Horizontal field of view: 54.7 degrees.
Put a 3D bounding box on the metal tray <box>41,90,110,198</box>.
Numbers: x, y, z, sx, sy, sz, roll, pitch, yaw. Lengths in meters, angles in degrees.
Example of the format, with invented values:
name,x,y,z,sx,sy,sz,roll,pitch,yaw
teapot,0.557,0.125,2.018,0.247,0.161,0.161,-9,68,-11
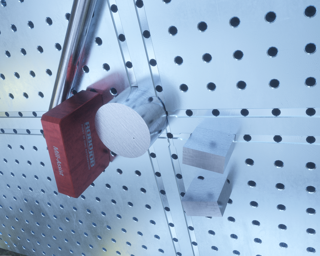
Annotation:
name,x,y,z,sx,sy,sz,roll,pitch,yaw
metal tray,-0.114,0.022,0.440,0.030,0.090,0.129,13,124,21

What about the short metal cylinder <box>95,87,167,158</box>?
name,x,y,z,sx,sy,sz,roll,pitch,yaw
short metal cylinder,-0.038,-0.007,0.409,0.080,0.050,0.079,13,124,20

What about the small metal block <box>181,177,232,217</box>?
name,x,y,z,sx,sy,sz,roll,pitch,yaw
small metal block,0.064,0.092,0.418,0.050,0.050,0.025,-8,115,31

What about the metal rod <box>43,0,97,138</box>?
name,x,y,z,sx,sy,sz,roll,pitch,yaw
metal rod,-0.122,-0.089,0.418,0.025,0.025,0.298,34,129,5

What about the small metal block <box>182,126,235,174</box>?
name,x,y,z,sx,sy,sz,roll,pitch,yaw
small metal block,0.060,0.026,0.378,0.050,0.050,0.025,13,124,21
